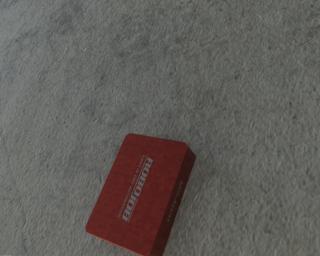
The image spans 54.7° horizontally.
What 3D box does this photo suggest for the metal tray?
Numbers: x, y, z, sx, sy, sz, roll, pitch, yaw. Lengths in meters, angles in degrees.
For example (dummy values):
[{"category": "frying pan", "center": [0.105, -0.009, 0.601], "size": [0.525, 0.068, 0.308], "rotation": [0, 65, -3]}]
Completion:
[{"category": "metal tray", "center": [-0.021, 0.074, 0.365], "size": [0.090, 0.030, 0.130], "rotation": [9, 66, 31]}]
